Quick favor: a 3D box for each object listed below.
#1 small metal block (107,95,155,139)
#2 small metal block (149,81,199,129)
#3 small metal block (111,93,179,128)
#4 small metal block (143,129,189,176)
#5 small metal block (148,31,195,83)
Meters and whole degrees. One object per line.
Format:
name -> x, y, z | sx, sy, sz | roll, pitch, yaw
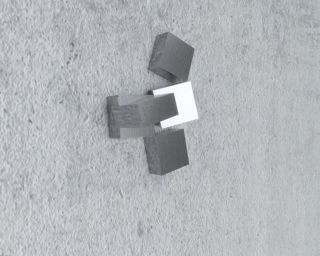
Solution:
small metal block -> -0.035, -0.014, 0.375 | 0.050, 0.025, 0.050 | -5, 94, -40
small metal block -> 0.018, -0.031, 0.406 | 0.050, 0.025, 0.050 | -16, 102, -11
small metal block -> -0.017, -0.019, 0.342 | 0.050, 0.050, 0.025 | -22, 104, -38
small metal block -> 0.009, 0.030, 0.412 | 0.050, 0.025, 0.050 | -16, 100, -39
small metal block -> 0.016, -0.093, 0.417 | 0.050, 0.025, 0.050 | 22, 76, -38
